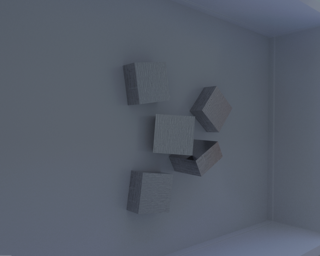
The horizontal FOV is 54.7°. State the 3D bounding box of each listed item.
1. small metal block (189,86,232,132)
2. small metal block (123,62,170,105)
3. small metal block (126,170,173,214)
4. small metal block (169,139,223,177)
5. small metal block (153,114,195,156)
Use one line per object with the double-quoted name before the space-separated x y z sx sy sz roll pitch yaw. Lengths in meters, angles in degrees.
"small metal block" 0.079 -0.028 0.476 0.050 0.025 0.050 48 61 -30
"small metal block" -0.016 -0.057 0.395 0.050 0.025 0.050 -12 98 -40
"small metal block" -0.012 0.082 0.399 0.050 0.025 0.050 11 83 -40
"small metal block" 0.051 0.040 0.435 0.050 0.050 0.025 -35 114 -35
"small metal block" 0.019 0.009 0.406 0.025 0.050 0.050 40 54 -84
